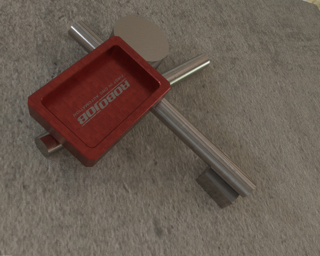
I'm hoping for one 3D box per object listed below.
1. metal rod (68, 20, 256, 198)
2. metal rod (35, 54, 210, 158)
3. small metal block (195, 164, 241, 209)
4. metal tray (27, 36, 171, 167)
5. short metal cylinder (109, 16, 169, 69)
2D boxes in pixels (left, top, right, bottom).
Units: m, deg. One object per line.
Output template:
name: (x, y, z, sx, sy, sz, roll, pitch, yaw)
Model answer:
metal rod: (0.002, -0.025, 0.391, 0.300, 0.025, 0.025, 43, 51, 1)
metal rod: (-0.026, -0.045, 0.420, 0.302, 0.025, 0.025, -34, 81, -38)
small metal block: (0.083, 0.069, 0.410, 0.050, 0.025, 0.050, 47, 51, 5)
metal tray: (-0.062, -0.033, 0.340, 0.090, 0.030, 0.131, 43, 62, 2)
short metal cylinder: (-0.034, -0.110, 0.439, 0.081, 0.050, 0.080, 14, 56, -21)
